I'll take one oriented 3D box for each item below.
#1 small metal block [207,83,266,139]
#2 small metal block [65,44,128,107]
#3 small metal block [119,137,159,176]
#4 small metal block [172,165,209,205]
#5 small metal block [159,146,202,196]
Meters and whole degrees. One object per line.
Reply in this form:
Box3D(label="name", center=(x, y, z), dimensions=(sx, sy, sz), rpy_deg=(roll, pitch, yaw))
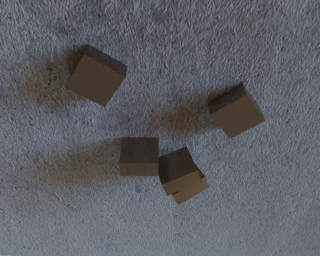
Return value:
Box3D(label="small metal block", center=(0.096, -0.020, 0.391), dimensions=(0.050, 0.025, 0.050), rpy_deg=(-30, 124, 23))
Box3D(label="small metal block", center=(-0.073, -0.059, 0.356), dimensions=(0.050, 0.025, 0.050), rpy_deg=(27, 125, -21))
Box3D(label="small metal block", center=(-0.027, 0.039, 0.423), dimensions=(0.050, 0.050, 0.025), rpy_deg=(1, 130, -1))
Box3D(label="small metal block", center=(0.034, 0.074, 0.443), dimensions=(0.050, 0.050, 0.025), rpy_deg=(-28, 129, -7))
Box3D(label="small metal block", center=(0.024, 0.058, 0.426), dimensions=(0.050, 0.050, 0.025), rpy_deg=(-22, 128, 1))
